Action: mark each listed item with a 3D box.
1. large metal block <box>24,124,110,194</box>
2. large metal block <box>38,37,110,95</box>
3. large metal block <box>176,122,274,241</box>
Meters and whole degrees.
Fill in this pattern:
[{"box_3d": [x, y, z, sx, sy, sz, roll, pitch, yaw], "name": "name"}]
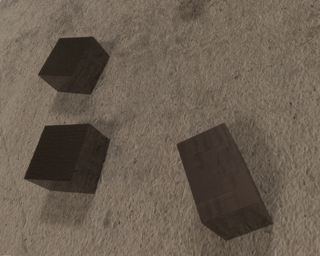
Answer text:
[{"box_3d": [-0.125, 0.042, 0.426, 0.080, 0.050, 0.080, -2, 61, 27], "name": "large metal block"}, {"box_3d": [-0.145, -0.106, 0.527, 0.080, 0.050, 0.080, 8, 66, 31], "name": "large metal block"}, {"box_3d": [0.064, 0.055, 0.301, 0.050, 0.080, 0.080, -25, 53, 12], "name": "large metal block"}]
